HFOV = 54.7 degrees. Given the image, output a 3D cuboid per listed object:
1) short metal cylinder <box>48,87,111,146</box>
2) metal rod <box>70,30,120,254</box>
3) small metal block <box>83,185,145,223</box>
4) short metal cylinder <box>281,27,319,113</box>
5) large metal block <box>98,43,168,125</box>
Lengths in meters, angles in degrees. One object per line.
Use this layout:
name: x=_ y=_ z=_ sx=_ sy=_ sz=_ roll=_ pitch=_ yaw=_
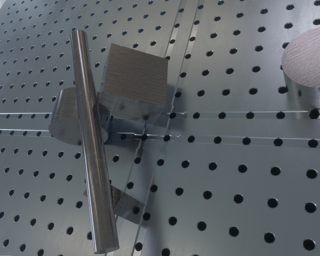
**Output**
short metal cylinder: x=-0.111 y=-0.014 z=0.440 sx=0.080 sy=0.080 sz=0.050 roll=-11 pitch=57 yaw=22
metal rod: x=-0.085 y=-0.006 z=0.376 sx=0.025 sy=0.025 sz=0.299 roll=-23 pitch=60 yaw=14
small metal block: x=-0.054 y=0.085 z=0.368 sx=0.050 sy=0.050 sz=0.025 roll=19 pitch=72 yaw=35
short metal cylinder: x=0.178 y=-0.063 z=0.337 sx=0.080 sy=0.050 sz=0.080 roll=-13 pitch=56 yaw=21
large metal block: x=-0.037 y=-0.058 z=0.421 sx=0.081 sy=0.050 sz=0.080 roll=13 pitch=59 yaw=-16
